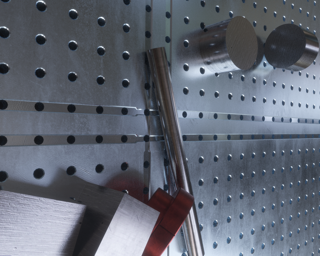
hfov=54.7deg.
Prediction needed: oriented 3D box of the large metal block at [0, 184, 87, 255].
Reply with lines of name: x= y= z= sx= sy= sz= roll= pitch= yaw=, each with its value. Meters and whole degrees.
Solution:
large metal block: x=-0.126 y=0.101 z=0.287 sx=0.080 sy=0.050 sz=0.080 roll=23 pitch=75 yaw=-38

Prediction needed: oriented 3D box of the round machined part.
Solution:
round machined part: x=-0.004 y=0.111 z=0.371 sx=0.042 sy=0.098 sz=0.098 roll=35 pitch=63 yaw=5

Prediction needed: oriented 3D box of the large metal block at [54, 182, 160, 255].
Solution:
large metal block: x=-0.058 y=0.108 z=0.324 sx=0.050 sy=0.080 sz=0.080 roll=39 pitch=67 yaw=-33

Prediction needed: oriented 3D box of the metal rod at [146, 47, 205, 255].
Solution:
metal rod: x=0.024 y=0.041 z=0.428 sx=0.025 sy=0.025 sz=0.298 roll=-19 pitch=102 yaw=-38

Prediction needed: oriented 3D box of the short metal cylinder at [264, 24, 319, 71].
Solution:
short metal cylinder: x=0.244 y=-0.148 z=0.577 sx=0.050 sy=0.080 sz=0.080 roll=0 pitch=90 yaw=-40

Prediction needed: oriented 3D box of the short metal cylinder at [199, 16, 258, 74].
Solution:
short metal cylinder: x=0.108 y=-0.127 z=0.483 sx=0.081 sy=0.050 sz=0.080 roll=0 pitch=90 yaw=-40
